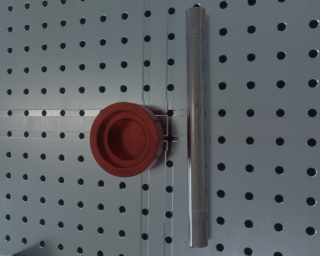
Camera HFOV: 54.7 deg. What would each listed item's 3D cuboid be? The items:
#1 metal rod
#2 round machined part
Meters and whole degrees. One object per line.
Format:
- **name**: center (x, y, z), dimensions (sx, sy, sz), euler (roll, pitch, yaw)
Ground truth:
- **metal rod**: center (0.047, -0.001, 0.395), dimensions (0.025, 0.025, 0.298), euler (-1, 90, 20)
- **round machined part**: center (-0.041, 0.015, 0.418), dimensions (0.098, 0.042, 0.097), euler (0, 90, 20)
